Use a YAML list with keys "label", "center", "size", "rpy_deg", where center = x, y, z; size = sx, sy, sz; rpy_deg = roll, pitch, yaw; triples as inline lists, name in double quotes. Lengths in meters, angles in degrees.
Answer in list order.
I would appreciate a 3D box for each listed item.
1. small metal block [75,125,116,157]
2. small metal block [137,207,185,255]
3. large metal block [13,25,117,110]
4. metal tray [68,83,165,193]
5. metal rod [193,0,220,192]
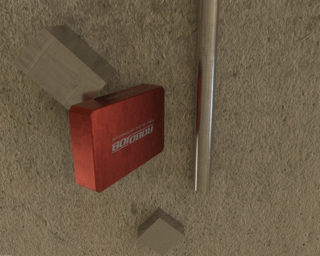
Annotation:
- label: "small metal block"
  center: [-0.080, 0.017, 0.401]
  size: [0.050, 0.050, 0.025]
  rpy_deg: [-7, 110, 2]
- label: "small metal block"
  center: [0.002, 0.157, 0.468]
  size: [0.050, 0.025, 0.050]
  rpy_deg: [39, 105, -14]
- label: "large metal block"
  center: [-0.102, -0.069, 0.354]
  size: [0.080, 0.080, 0.050]
  rpy_deg: [42, 105, -14]
- label: "metal tray"
  center: [-0.042, 0.005, 0.357]
  size: [0.030, 0.131, 0.089]
  rpy_deg: [12, 114, 30]
- label: "metal rod"
  center: [0.057, -0.055, 0.390]
  size: [0.025, 0.025, 0.298]
  rpy_deg: [-1, 110, 0]
